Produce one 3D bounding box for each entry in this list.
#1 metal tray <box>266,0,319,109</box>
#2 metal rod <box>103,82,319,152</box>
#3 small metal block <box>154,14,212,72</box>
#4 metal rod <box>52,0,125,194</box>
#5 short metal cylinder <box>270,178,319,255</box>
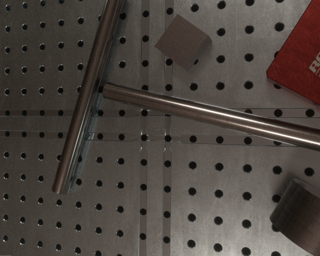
[{"bbox_3d":[0.192,-0.091,0.343,0.090,0.030,0.129,34,100,16],"label":"metal tray"},{"bbox_3d":[0.064,-0.016,0.389,0.301,0.025,0.025,15,95,19],"label":"metal rod"},{"bbox_3d":[0.030,-0.110,0.401,0.050,0.025,0.050,40,102,15],"label":"small metal block"},{"bbox_3d":[-0.104,-0.047,0.447,0.025,0.025,0.298,20,96,18],"label":"metal rod"},{"bbox_3d":[0.165,0.096,0.325,0.080,0.080,0.050,30,100,17],"label":"short metal cylinder"}]
